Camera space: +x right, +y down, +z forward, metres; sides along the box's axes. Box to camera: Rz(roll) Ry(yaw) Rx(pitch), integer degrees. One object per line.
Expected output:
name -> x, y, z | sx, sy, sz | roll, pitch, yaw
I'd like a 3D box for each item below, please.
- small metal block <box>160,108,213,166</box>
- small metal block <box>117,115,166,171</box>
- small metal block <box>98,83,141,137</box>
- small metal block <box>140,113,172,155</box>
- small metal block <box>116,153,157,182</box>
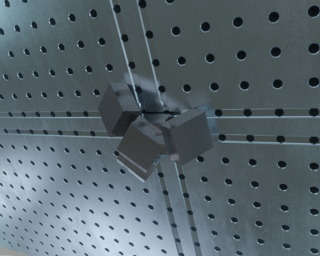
small metal block -> 0.034, 0.010, 0.381 | 0.025, 0.050, 0.050 | 24, 136, 56
small metal block -> -0.021, 0.020, 0.403 | 0.050, 0.025, 0.050 | 35, 129, 4
small metal block -> -0.055, -0.024, 0.410 | 0.050, 0.025, 0.050 | -55, 50, 39
small metal block -> -0.007, 0.008, 0.420 | 0.050, 0.025, 0.050 | 1, 122, 27
small metal block -> -0.034, 0.052, 0.446 | 0.050, 0.025, 0.050 | 38, 166, 2
